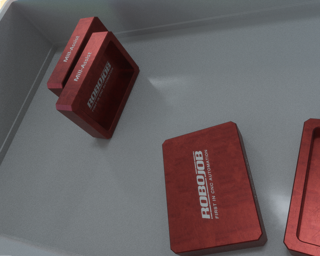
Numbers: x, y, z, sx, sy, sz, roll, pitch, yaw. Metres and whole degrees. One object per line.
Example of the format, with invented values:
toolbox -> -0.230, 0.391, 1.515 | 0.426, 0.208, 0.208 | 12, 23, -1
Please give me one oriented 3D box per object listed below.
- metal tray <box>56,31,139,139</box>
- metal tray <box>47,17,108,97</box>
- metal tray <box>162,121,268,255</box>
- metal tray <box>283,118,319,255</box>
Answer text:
metal tray -> -0.083, -0.060, 0.444 | 0.030, 0.090, 0.130 | 6, 65, 31
metal tray -> -0.107, -0.092, 0.477 | 0.030, 0.090, 0.130 | 4, 64, 30
metal tray -> 0.053, 0.064, 0.335 | 0.090, 0.030, 0.130 | -17, 55, 18
metal tray -> 0.170, 0.057, 0.277 | 0.090, 0.030, 0.130 | 7, 65, 31
